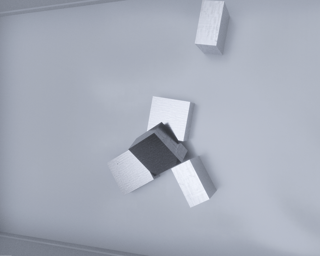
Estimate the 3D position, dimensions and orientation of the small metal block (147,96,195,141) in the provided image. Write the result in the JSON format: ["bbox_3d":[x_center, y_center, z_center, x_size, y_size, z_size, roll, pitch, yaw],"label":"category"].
[{"bbox_3d":[0.014,-0.012,0.405,0.050,0.025,0.050,11,93,19],"label":"small metal block"}]

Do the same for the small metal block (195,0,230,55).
[{"bbox_3d":[0.064,-0.119,0.374,0.025,0.050,0.050,11,94,19],"label":"small metal block"}]

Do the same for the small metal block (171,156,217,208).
[{"bbox_3d":[0.043,0.064,0.381,0.025,0.050,0.050,-29,81,17],"label":"small metal block"}]

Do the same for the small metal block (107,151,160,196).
[{"bbox_3d":[-0.036,0.057,0.422,0.050,0.025,0.050,-31,80,17],"label":"small metal block"}]

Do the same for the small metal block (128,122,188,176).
[{"bbox_3d":[-0.003,0.028,0.393,0.050,0.025,0.050,-33,105,37],"label":"small metal block"}]
